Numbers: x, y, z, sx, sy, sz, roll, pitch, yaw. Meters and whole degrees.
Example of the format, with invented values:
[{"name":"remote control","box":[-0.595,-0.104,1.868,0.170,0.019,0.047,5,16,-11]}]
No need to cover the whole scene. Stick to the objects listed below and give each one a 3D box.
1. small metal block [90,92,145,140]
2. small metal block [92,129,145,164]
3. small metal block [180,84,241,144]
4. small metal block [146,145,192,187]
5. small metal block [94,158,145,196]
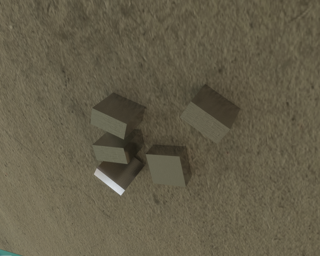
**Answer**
[{"name":"small metal block","box":[-0.055,-0.017,0.407,0.050,0.050,0.025,25,127,13]},{"name":"small metal block","box":[-0.057,0.024,0.434,0.050,0.050,0.025,4,120,26]},{"name":"small metal block","box":[0.058,-0.017,0.349,0.050,0.050,0.025,36,129,4]},{"name":"small metal block","box":[0.013,0.052,0.431,0.050,0.025,0.050,1,119,27]},{"name":"small metal block","box":[-0.059,0.061,0.455,0.050,0.050,0.025,38,144,2]}]
